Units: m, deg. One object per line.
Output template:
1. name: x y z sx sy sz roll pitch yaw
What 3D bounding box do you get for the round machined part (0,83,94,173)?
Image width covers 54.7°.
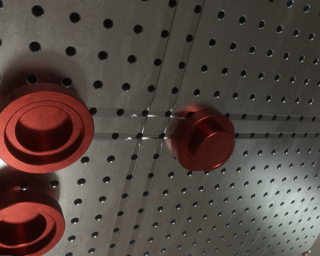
1. round machined part: -0.125 -0.003 0.331 0.099 0.042 0.097 -14 125 -21

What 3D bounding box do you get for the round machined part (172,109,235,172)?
1. round machined part: 0.070 0.025 0.456 0.099 0.042 0.097 -14 125 -21

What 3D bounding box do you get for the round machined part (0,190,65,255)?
1. round machined part: -0.171 0.115 0.379 0.099 0.042 0.097 -14 125 -21
